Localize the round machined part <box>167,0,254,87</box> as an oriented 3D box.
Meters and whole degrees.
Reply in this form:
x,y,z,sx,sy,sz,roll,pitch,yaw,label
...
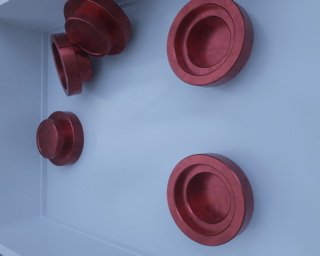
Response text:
x,y,z,sx,sy,sz,roll,pitch,yaw,label
0.059,-0.094,0.347,0.098,0.042,0.097,0,90,40,round machined part

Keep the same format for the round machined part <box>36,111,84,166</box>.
x,y,z,sx,sy,sz,roll,pitch,yaw,label
-0.181,0.018,0.546,0.098,0.042,0.097,0,90,40,round machined part

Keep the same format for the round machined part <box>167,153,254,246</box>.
x,y,z,sx,sy,sz,roll,pitch,yaw,label
0.059,0.076,0.347,0.098,0.042,0.097,0,90,40,round machined part

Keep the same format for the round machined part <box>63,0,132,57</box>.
x,y,z,sx,sy,sz,roll,pitch,yaw,label
-0.092,-0.138,0.433,0.098,0.098,0.042,3,55,40,round machined part

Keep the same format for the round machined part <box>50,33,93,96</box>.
x,y,z,sx,sy,sz,roll,pitch,yaw,label
-0.138,-0.102,0.492,0.098,0.042,0.097,49,148,46,round machined part
